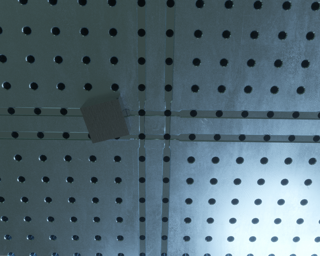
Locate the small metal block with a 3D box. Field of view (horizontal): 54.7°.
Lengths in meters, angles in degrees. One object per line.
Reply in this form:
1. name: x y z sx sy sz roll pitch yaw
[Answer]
1. small metal block: -0.070 -0.012 0.408 0.050 0.025 0.050 -14 110 4
